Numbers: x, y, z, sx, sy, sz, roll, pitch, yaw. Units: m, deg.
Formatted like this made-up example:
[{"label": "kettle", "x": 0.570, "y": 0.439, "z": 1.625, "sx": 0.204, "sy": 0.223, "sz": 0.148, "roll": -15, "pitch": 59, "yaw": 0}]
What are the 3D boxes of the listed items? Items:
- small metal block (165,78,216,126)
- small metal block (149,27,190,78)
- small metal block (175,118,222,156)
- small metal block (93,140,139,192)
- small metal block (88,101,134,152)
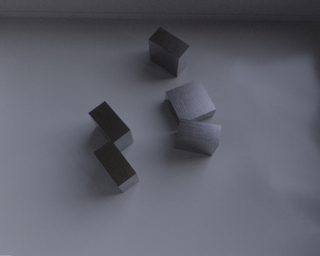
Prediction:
[{"label": "small metal block", "x": 0.041, "y": -0.032, "z": 0.422, "sx": 0.050, "sy": 0.025, "sz": 0.050, "roll": -23, "pitch": 72, "yaw": -8}, {"label": "small metal block", "x": 0.012, "y": -0.105, "z": 0.435, "sx": 0.050, "sy": 0.050, "sz": 0.025, "roll": 36, "pitch": 74, "yaw": 12}, {"label": "small metal block", "x": 0.047, "y": 0.013, "z": 0.392, "sx": 0.050, "sy": 0.050, "sz": 0.025, "roll": 10, "pitch": 71, "yaw": 4}, {"label": "small metal block", "x": -0.052, "y": 0.048, "z": 0.378, "sx": 0.025, "sy": 0.050, "sz": 0.050, "roll": -36, "pitch": 74, "yaw": -12}, {"label": "small metal block", "x": -0.061, "y": 0.000, "z": 0.396, "sx": 0.025, "sy": 0.050, "sz": 0.050, "roll": -39, "pitch": 75, "yaw": -13}]
